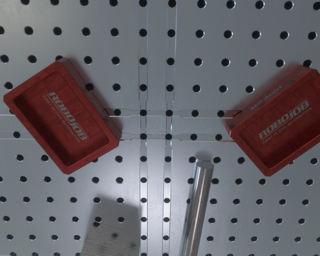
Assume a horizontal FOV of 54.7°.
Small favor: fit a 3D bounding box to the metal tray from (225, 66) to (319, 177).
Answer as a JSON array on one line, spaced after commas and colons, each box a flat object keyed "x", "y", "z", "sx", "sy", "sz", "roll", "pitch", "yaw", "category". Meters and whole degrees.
[{"x": 0.166, "y": -0.007, "z": 0.409, "sx": 0.130, "sy": 0.030, "sz": 0.090, "roll": -39, "pitch": 106, "yaw": 13, "category": "metal tray"}]

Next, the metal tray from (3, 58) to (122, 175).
[{"x": -0.123, "y": -0.013, "z": 0.404, "sx": 0.090, "sy": 0.030, "sz": 0.130, "roll": -30, "pitch": 108, "yaw": 10, "category": "metal tray"}]

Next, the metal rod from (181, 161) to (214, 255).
[{"x": 0.047, "y": 0.191, "z": 0.484, "sx": 0.025, "sy": 0.025, "sz": 0.298, "roll": 6, "pitch": 110, "yaw": -2, "category": "metal rod"}]

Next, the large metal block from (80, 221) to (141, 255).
[{"x": -0.076, "y": 0.192, "z": 0.454, "sx": 0.080, "sy": 0.080, "sz": 0.050, "roll": 19, "pitch": 109, "yaw": -7, "category": "large metal block"}]
